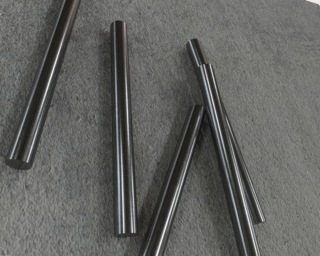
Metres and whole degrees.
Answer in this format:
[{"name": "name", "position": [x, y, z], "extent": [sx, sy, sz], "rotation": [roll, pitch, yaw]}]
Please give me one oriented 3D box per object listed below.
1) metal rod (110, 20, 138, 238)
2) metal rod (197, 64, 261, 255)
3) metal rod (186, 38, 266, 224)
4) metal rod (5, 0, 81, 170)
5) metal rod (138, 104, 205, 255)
[{"name": "metal rod", "position": [-0.048, -0.020, 0.389], "extent": [0.025, 0.025, 0.299], "rotation": [8, 58, -24]}, {"name": "metal rod", "position": [0.090, 0.048, 0.407], "extent": [0.025, 0.025, 0.299], "rotation": [3, 65, -27]}, {"name": "metal rod", "position": [0.090, -0.010, 0.457], "extent": [0.025, 0.025, 0.299], "rotation": [0, 62, -28]}, {"name": "metal rod", "position": [-0.133, -0.090, 0.386], "extent": [0.025, 0.025, 0.300], "rotation": [16, 55, -19]}, {"name": "metal rod", "position": [0.009, 0.085, 0.356], "extent": [0.025, 0.025, 0.300], "rotation": [30, 52, -10]}]
